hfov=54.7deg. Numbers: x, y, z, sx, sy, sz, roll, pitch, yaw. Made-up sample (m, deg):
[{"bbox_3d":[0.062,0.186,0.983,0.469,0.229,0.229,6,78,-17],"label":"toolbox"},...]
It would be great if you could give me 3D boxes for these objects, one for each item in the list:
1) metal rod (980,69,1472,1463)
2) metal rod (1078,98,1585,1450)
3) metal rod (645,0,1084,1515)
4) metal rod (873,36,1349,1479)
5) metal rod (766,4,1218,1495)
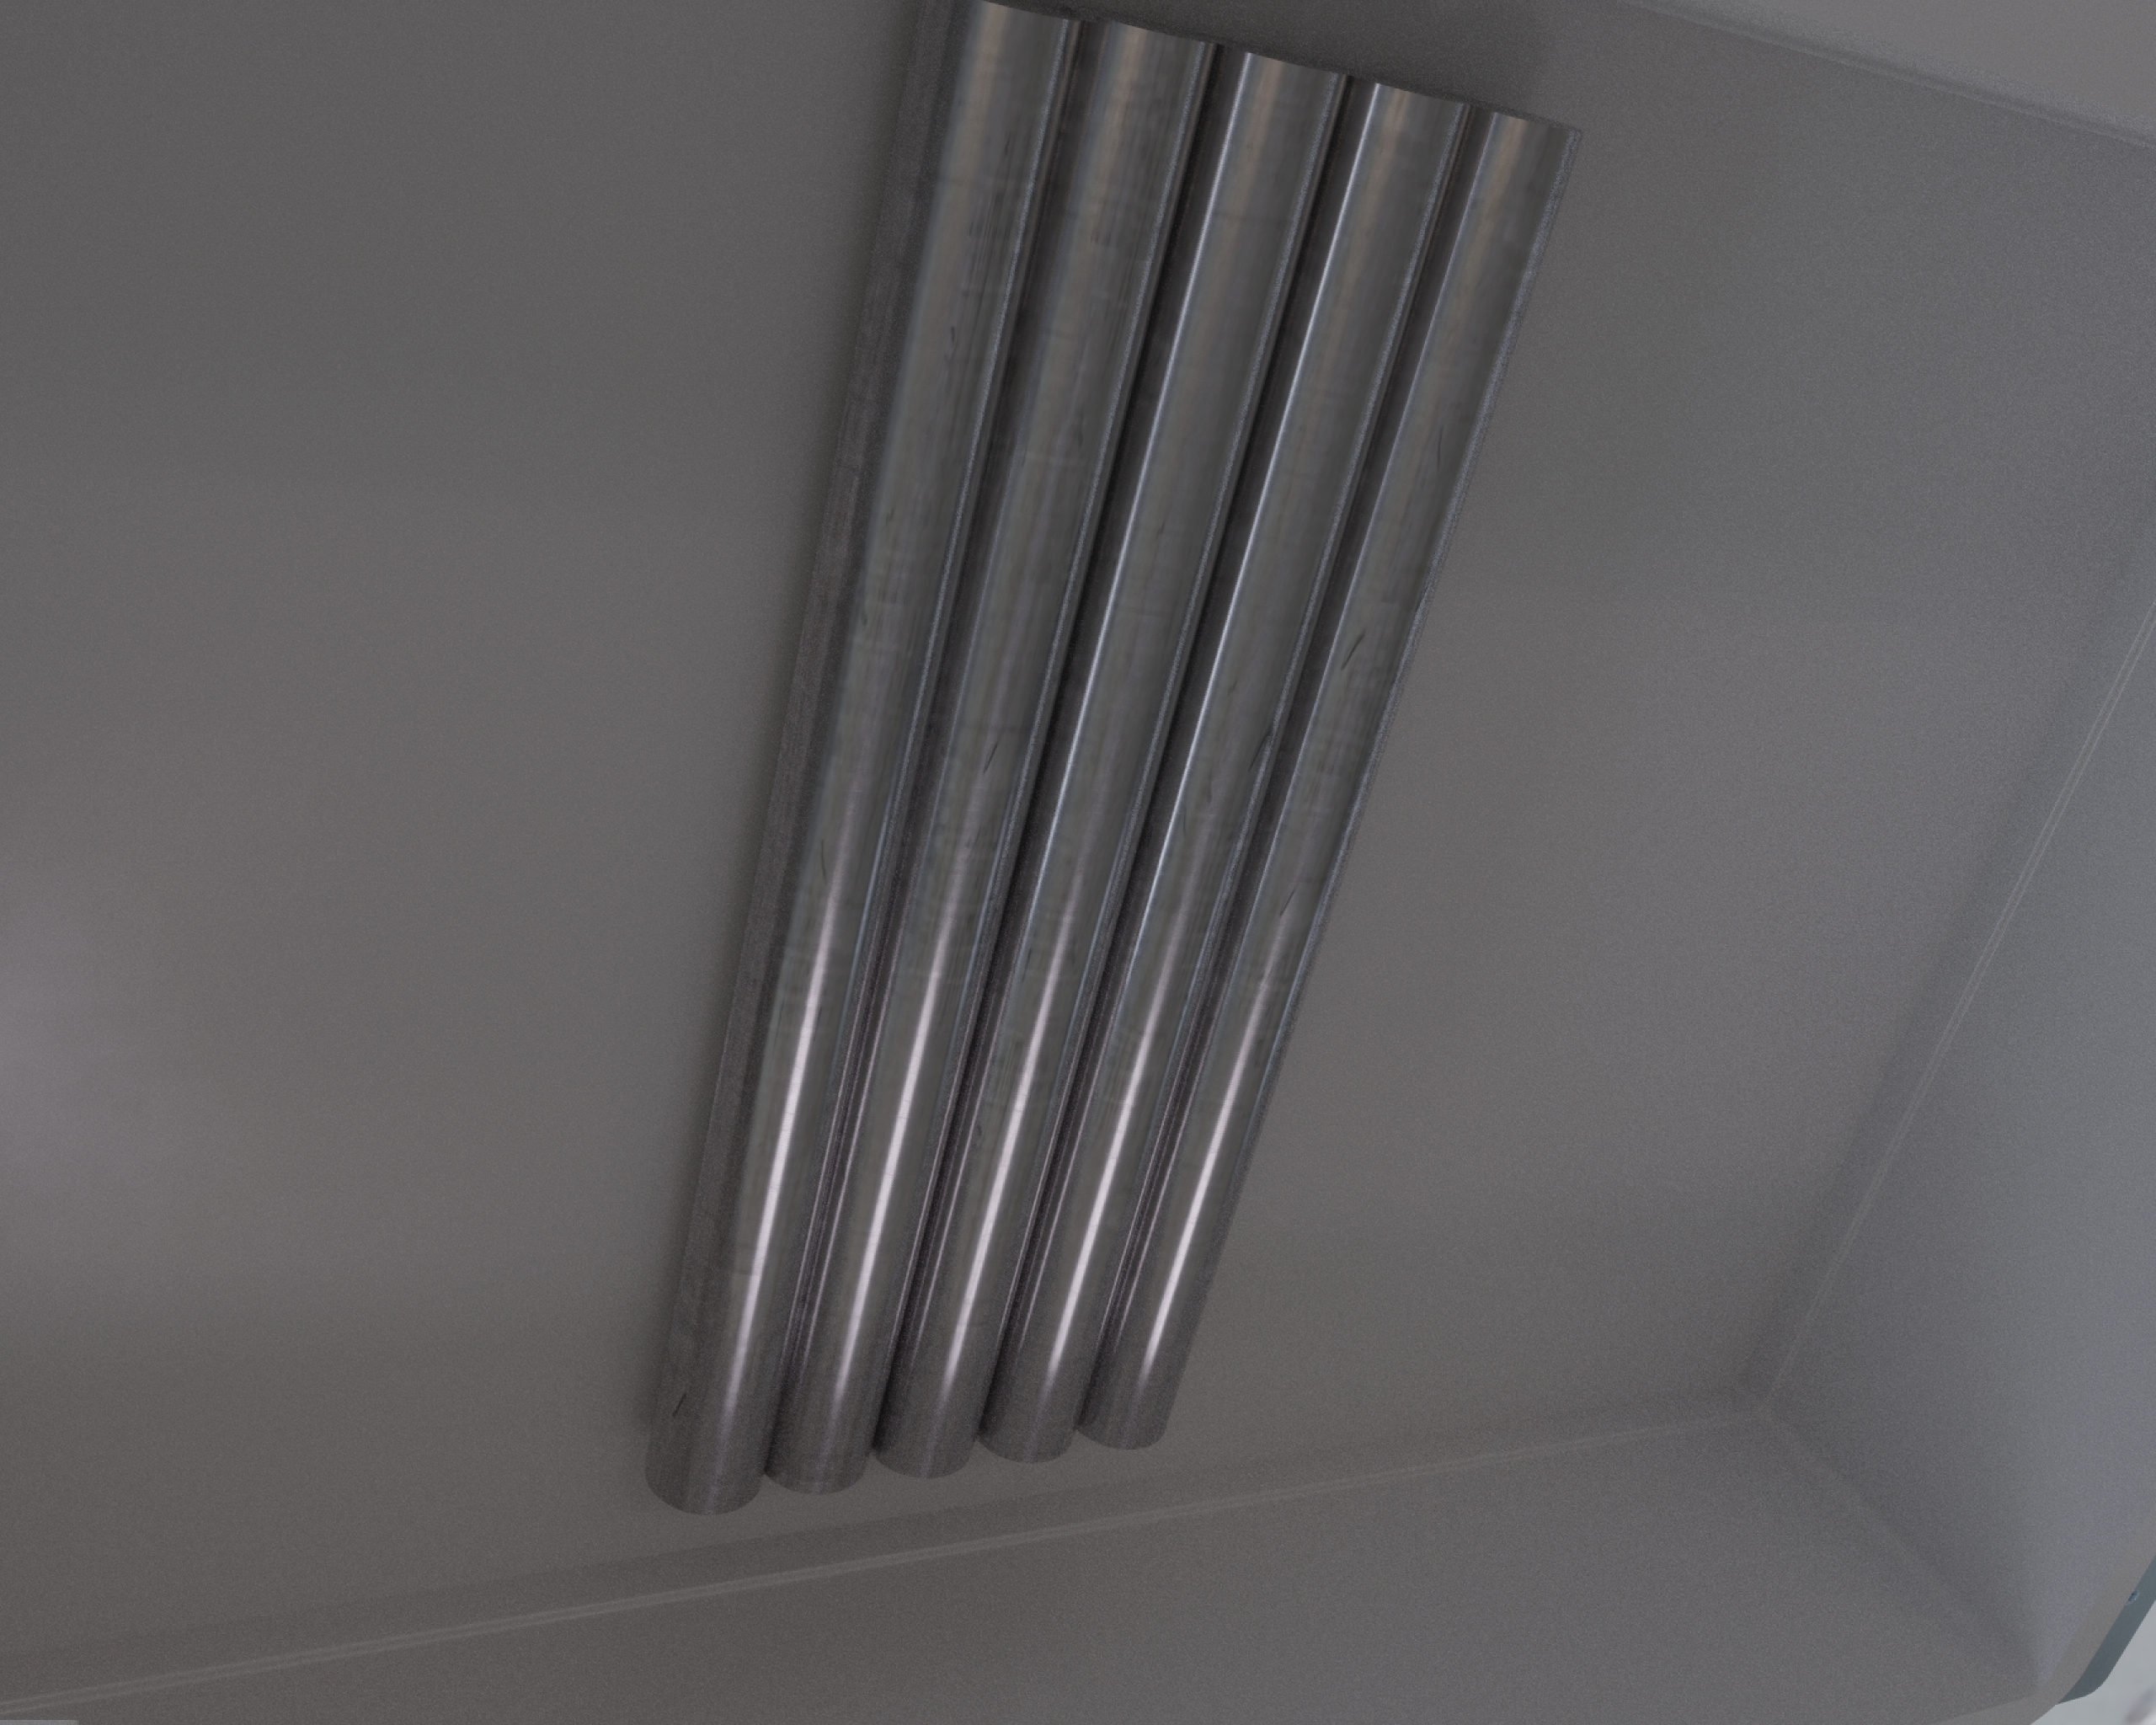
[{"bbox_3d":[0.021,-0.001,0.417,0.025,0.025,0.298,0,118,-29],"label":"metal rod"},{"bbox_3d":[0.043,-0.001,0.430,0.025,0.025,0.298,0,118,-29],"label":"metal rod"},{"bbox_3d":[-0.045,-0.001,0.381,0.025,0.025,0.298,0,118,-29],"label":"metal rod"},{"bbox_3d":[-0.002,-0.002,0.405,0.025,0.025,0.298,0,118,-29],"label":"metal rod"},{"bbox_3d":[-0.024,-0.002,0.392,0.025,0.025,0.298,0,118,-29],"label":"metal rod"}]
